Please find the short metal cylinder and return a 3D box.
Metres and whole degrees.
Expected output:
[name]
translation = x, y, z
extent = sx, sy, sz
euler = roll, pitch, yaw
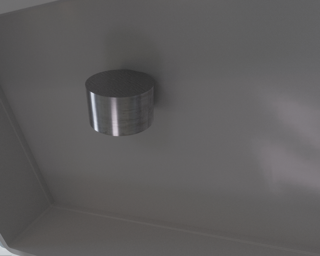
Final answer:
[short metal cylinder]
translation = -0.048, -0.033, 0.379
extent = 0.080, 0.080, 0.050
euler = 15, 125, 20
